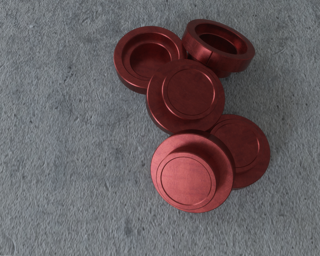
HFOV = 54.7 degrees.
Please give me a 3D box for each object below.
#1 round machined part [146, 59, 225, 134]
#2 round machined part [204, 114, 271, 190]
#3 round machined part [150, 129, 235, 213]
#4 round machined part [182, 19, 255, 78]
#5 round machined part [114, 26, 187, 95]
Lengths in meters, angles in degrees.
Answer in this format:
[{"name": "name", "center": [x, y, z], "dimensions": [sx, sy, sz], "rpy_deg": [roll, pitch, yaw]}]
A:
[{"name": "round machined part", "center": [0.033, -0.039, 0.380], "dimensions": [0.099, 0.042, 0.097], "rpy_deg": [1, 80, -8]}, {"name": "round machined part", "center": [0.091, 0.027, 0.391], "dimensions": [0.099, 0.042, 0.098], "rpy_deg": [0, 70, -1]}, {"name": "round machined part", "center": [0.034, 0.053, 0.354], "dimensions": [0.098, 0.042, 0.097], "rpy_deg": [5, 105, 18]}, {"name": "round machined part", "center": [0.076, -0.105, 0.425], "dimensions": [0.099, 0.042, 0.098], "rpy_deg": [13, 42, -12]}, {"name": "round machined part", "center": [-0.013, -0.089, 0.433], "dimensions": [0.099, 0.042, 0.098], "rpy_deg": [0, 70, -1]}]
